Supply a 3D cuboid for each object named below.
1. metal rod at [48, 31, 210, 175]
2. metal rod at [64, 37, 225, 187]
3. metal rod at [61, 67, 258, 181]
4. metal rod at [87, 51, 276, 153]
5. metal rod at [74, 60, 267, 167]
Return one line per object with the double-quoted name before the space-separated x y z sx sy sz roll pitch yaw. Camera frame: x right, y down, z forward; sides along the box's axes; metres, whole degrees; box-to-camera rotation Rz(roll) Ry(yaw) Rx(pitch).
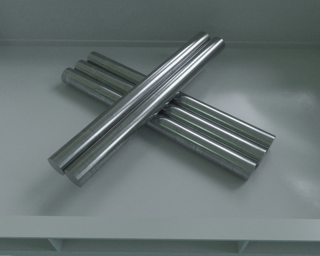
"metal rod" -0.022 -0.050 0.412 0.025 0.025 0.301 30 56 23
"metal rod" -0.001 -0.038 0.403 0.025 0.025 0.301 30 56 23
"metal rod" -0.016 -0.014 0.415 0.300 0.025 0.025 28 55 21
"metal rod" 0.015 -0.045 0.441 0.300 0.025 0.025 28 56 21
"metal rod" 0.000 -0.029 0.427 0.300 0.025 0.025 28 55 21
